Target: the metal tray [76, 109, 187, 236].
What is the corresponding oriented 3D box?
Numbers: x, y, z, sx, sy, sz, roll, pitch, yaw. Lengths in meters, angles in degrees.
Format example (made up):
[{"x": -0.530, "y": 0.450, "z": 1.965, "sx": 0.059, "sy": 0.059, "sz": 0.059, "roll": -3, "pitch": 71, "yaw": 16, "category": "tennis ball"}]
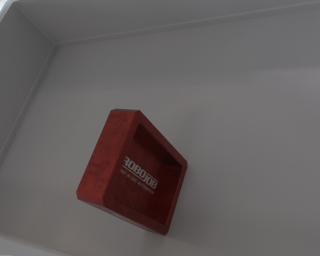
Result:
[{"x": -0.019, "y": 0.050, "z": 0.318, "sx": 0.030, "sy": 0.130, "sz": 0.090, "roll": 5, "pitch": 64, "yaw": 31, "category": "metal tray"}]
